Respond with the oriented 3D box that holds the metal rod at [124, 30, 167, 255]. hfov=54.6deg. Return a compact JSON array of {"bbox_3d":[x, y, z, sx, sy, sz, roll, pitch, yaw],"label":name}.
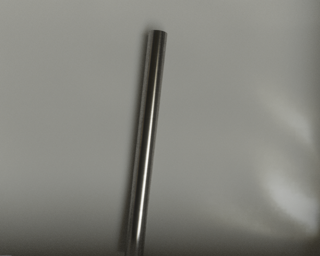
[{"bbox_3d":[-0.019,0.022,0.411,0.025,0.025,0.298,6,90,0],"label":"metal rod"}]
